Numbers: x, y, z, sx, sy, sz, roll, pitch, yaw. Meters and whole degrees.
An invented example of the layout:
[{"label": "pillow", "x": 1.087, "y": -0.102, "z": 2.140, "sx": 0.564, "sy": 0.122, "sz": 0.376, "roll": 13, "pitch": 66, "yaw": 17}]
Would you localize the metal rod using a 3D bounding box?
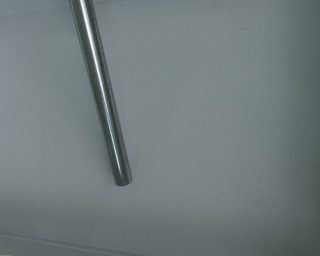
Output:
[{"label": "metal rod", "x": -0.073, "y": -0.061, "z": 0.371, "sx": 0.025, "sy": 0.025, "sz": 0.298, "roll": 0, "pitch": 115, "yaw": 20}]
